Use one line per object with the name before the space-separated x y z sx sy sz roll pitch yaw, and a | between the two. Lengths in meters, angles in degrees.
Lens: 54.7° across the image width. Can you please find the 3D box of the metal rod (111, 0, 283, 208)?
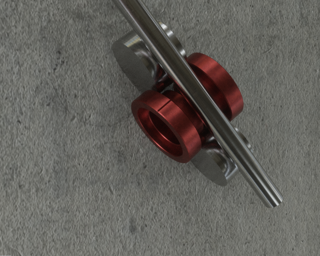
metal rod | 0.049 -0.026 0.345 0.025 0.025 0.300 -42 104 -15

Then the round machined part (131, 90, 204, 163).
round machined part | 0.014 -0.007 0.376 0.042 0.098 0.098 -42 104 -19

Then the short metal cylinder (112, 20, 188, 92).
short metal cylinder | -0.012 -0.084 0.377 0.050 0.080 0.080 -41 103 -16

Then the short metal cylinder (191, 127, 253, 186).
short metal cylinder | 0.075 0.030 0.410 0.050 0.080 0.080 -41 103 -16

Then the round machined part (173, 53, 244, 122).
round machined part | 0.055 -0.043 0.393 0.042 0.098 0.098 -40 103 -11
